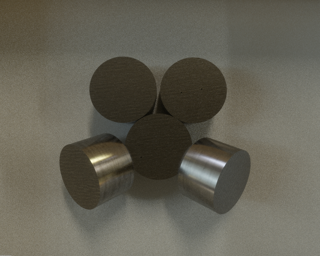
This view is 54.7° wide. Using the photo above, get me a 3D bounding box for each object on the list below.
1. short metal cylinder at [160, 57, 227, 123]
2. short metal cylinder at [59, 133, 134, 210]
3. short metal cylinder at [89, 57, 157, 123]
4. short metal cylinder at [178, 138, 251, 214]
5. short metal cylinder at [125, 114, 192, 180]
[{"bbox_3d":[0.040,-0.046,0.398,0.081,0.050,0.079,0,90,-1],"label":"short metal cylinder"},{"bbox_3d":[-0.077,0.051,0.376,0.050,0.080,0.080,-20,91,-45],"label":"short metal cylinder"},{"bbox_3d":[-0.044,-0.046,0.396,0.081,0.050,0.079,0,90,-1],"label":"short metal cylinder"},{"bbox_3d":[0.067,0.057,0.377,0.050,0.080,0.080,21,90,39],"label":"short metal cylinder"},{"bbox_3d":[-0.002,0.022,0.396,0.081,0.050,0.079,0,90,-1],"label":"short metal cylinder"}]
